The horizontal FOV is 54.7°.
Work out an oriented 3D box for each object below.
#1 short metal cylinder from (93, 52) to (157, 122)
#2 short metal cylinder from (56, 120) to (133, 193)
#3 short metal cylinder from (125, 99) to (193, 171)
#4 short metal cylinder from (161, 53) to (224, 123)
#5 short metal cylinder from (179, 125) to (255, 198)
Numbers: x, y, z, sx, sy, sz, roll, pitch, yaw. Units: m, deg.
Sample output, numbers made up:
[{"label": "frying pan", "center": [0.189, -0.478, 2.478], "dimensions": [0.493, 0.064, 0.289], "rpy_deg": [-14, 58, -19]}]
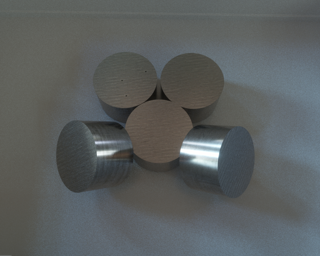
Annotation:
[{"label": "short metal cylinder", "center": [-0.044, -0.053, 0.413], "dimensions": [0.081, 0.050, 0.080], "rpy_deg": [0, 70, 0]}, {"label": "short metal cylinder", "center": [-0.077, 0.032, 0.360], "dimensions": [0.050, 0.080, 0.080], "rpy_deg": [1, 62, -48]}, {"label": "short metal cylinder", "center": [-0.001, 0.011, 0.389], "dimensions": [0.081, 0.050, 0.080], "rpy_deg": [0, 70, 0]}, {"label": "short metal cylinder", "center": [0.041, -0.052, 0.415], "dimensions": [0.081, 0.050, 0.080], "rpy_deg": [0, 70, 0]}, {"label": "short metal cylinder", "center": [0.068, 0.037, 0.359], "dimensions": [0.050, 0.080, 0.080], "rpy_deg": [3, 64, 43]}]
